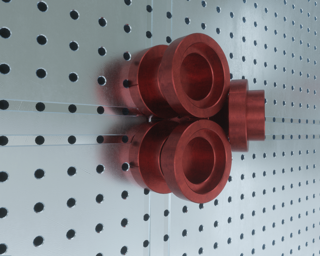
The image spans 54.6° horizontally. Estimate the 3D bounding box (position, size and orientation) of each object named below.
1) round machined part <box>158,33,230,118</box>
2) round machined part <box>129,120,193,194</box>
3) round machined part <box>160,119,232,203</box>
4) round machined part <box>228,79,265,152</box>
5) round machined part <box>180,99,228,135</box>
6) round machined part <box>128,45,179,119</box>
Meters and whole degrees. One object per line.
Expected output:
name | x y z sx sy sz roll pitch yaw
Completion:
round machined part | 0.037 -0.060 0.372 0.099 0.042 0.097 0 90 -40
round machined part | 0.011 0.038 0.407 0.099 0.042 0.097 0 90 -40
round machined part | 0.040 0.038 0.375 0.099 0.042 0.097 0 90 -40
round machined part | 0.118 -0.016 0.413 0.098 0.042 0.097 -1 90 -72
round machined part | 0.080 -0.017 0.464 0.099 0.042 0.097 0 90 -40
round machined part | 0.010 -0.060 0.407 0.099 0.042 0.097 0 90 -40
